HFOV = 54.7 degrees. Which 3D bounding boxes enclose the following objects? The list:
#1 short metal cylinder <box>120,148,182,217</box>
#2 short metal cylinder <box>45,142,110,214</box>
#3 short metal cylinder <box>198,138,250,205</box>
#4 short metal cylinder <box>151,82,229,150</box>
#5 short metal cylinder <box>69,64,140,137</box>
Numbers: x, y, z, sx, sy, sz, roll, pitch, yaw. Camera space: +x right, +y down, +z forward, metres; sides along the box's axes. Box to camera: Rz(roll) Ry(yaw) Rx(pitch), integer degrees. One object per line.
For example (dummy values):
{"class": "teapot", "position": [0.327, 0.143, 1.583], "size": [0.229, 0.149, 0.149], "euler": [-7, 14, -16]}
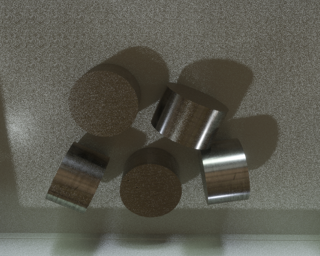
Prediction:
{"class": "short metal cylinder", "position": [-0.012, 0.074, 0.423], "size": [0.081, 0.050, 0.079], "euler": [0, 110, -1]}
{"class": "short metal cylinder", "position": [-0.105, 0.064, 0.402], "size": [0.050, 0.080, 0.080], "euler": [26, 108, -10]}
{"class": "short metal cylinder", "position": [0.080, 0.056, 0.402], "size": [0.050, 0.080, 0.079], "euler": [-8, 110, 3]}
{"class": "short metal cylinder", "position": [0.036, -0.016, 0.376], "size": [0.080, 0.080, 0.050], "euler": [20, 109, -8]}
{"class": "short metal cylinder", "position": [-0.066, -0.035, 0.382], "size": [0.081, 0.050, 0.079], "euler": [0, 110, -1]}
